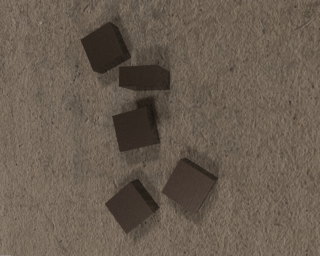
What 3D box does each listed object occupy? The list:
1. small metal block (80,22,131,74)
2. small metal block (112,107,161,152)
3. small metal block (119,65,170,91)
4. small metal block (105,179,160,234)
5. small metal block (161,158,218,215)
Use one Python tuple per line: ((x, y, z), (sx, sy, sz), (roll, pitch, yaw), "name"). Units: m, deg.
((-0.076, -0.111, 0.435), (0.050, 0.025, 0.050), (-25, 82, 18), "small metal block")
((-0.032, 0.002, 0.419), (0.050, 0.025, 0.050), (-14, 85, 19), "small metal block")
((-0.019, -0.064, 0.402), (0.050, 0.050, 0.025), (1, 91, 19), "small metal block")
((-0.038, 0.106, 0.421), (0.050, 0.025, 0.050), (-42, 77, 15), "small metal block")
((0.038, 0.073, 0.395), (0.050, 0.025, 0.050), (32, 100, 17), "small metal block")
